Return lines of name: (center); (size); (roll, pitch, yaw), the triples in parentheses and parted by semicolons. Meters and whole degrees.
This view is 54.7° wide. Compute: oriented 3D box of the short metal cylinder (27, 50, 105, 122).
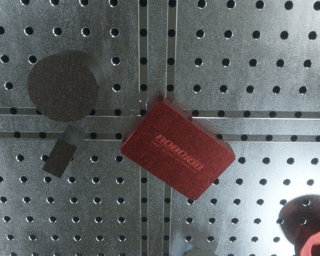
short metal cylinder: (-0.112, -0.053, 0.379); (0.081, 0.050, 0.079); (0, 110, 0)

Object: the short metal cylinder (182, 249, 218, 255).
short metal cylinder: (0.063, 0.232, 0.470); (0.080, 0.080, 0.050); (13, 110, -5)

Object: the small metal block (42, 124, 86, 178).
small metal block: (-0.126, 0.030, 0.410); (0.025, 0.050, 0.050); (29, 107, -10)

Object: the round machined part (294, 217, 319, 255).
round machined part: (0.254, 0.176, 0.471); (0.099, 0.042, 0.097); (0, 110, 0)

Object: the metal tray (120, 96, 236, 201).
metal tray: (0.024, 0.029, 0.422); (0.130, 0.030, 0.090); (36, 106, -13)
